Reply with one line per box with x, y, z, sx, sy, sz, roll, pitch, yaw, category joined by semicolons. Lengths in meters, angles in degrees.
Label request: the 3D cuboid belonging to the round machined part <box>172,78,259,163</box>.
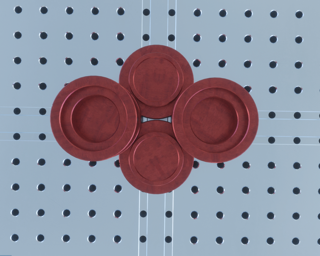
0.063;-0.009;0.373;0.099;0.042;0.097;0;90;0;round machined part

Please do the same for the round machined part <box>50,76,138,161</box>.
-0.075;-0.011;0.372;0.099;0.042;0.097;0;90;0;round machined part

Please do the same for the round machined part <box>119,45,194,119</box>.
-0.005;-0.060;0.404;0.099;0.042;0.097;0;90;0;round machined part

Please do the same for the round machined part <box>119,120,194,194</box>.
-0.005;0.038;0.404;0.099;0.042;0.097;0;90;0;round machined part

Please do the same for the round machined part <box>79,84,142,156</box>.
-0.073;-0.011;0.404;0.099;0.042;0.097;0;90;0;round machined part

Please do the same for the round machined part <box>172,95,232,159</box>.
0.063;-0.010;0.405;0.099;0.042;0.097;0;90;0;round machined part
